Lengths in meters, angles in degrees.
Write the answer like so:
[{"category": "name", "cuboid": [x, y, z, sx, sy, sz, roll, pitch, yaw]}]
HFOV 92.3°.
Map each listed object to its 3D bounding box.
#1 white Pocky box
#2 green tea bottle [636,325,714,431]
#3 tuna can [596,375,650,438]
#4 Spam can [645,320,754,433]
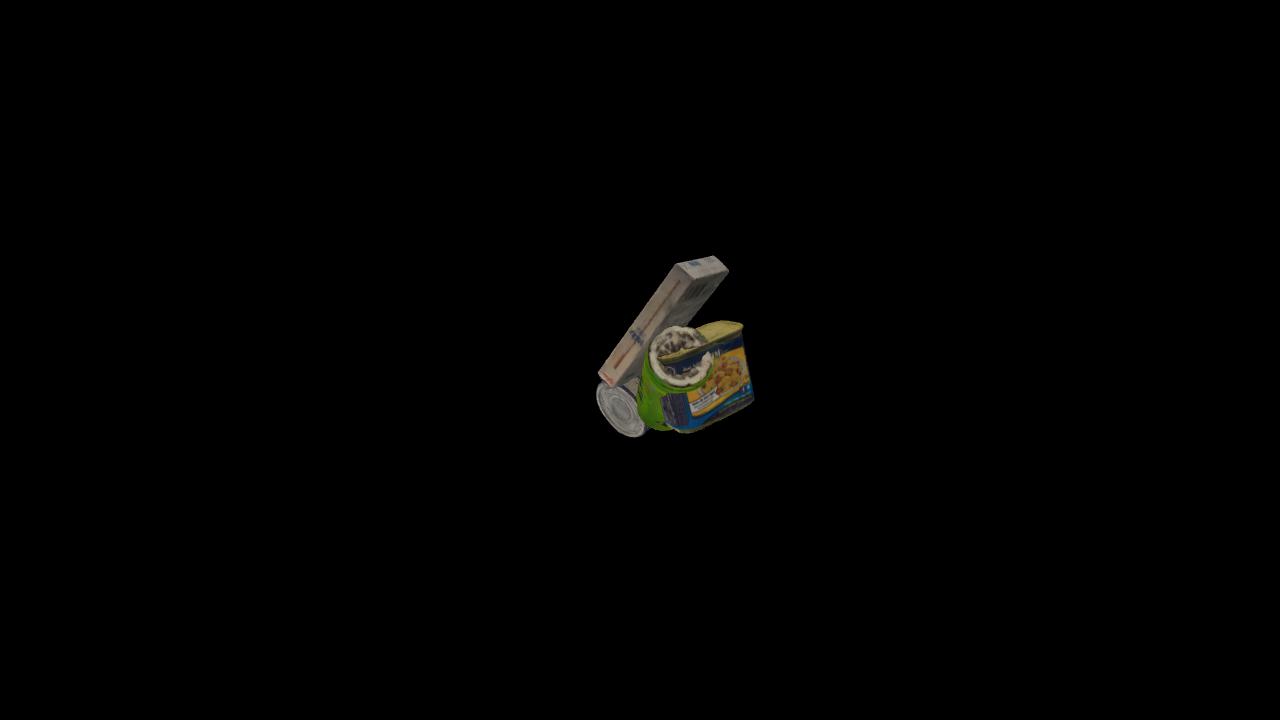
[{"category": "white Pocky box", "cuboid": [0.023, -0.039, 0.633, 0.154, 0.028, 0.084, -52, -15, 31]}, {"category": "green tea bottle", "cuboid": [0.033, 0.035, 0.694, 0.073, 0.073, 0.212, 0, -23, -3]}, {"category": "tuna can", "cuboid": [-0.015, 0.054, 0.757, 0.084, 0.084, 0.034, 0, 30, 49]}, {"category": "Spam can", "cuboid": [0.065, 0.016, 0.634, 0.101, 0.085, 0.058, -23, 19, -23]}]
